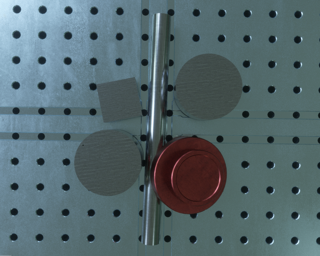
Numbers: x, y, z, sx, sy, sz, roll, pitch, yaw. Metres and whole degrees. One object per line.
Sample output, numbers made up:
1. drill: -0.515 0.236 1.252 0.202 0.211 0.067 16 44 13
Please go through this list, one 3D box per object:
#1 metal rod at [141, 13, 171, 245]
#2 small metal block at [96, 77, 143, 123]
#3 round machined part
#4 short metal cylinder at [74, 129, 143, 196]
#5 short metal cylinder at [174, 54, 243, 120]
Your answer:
1. metal rod: -0.005 0.002 0.409 0.025 0.025 0.298 3 90 0
2. small metal block: -0.052 -0.036 0.409 0.050 0.025 0.050 -11 90 0
3. round machined part: 0.041 0.060 0.389 0.099 0.042 0.097 0 90 -16
4. short metal cylinder: -0.062 0.042 0.396 0.081 0.050 0.079 0 90 0
5. short metal cylinder: 0.059 -0.050 0.397 0.081 0.050 0.079 0 90 0
